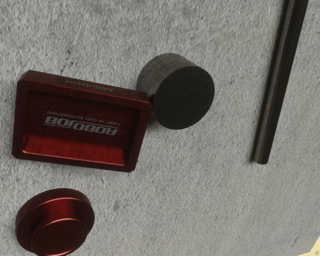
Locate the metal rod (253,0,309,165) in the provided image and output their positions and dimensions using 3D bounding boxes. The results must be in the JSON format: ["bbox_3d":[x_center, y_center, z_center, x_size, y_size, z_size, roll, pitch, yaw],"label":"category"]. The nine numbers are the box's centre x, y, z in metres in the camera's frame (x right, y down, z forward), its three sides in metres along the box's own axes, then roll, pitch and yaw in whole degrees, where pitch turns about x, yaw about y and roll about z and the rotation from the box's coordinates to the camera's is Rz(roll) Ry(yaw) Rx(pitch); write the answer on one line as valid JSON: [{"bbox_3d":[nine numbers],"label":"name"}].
[{"bbox_3d":[0.179,-0.071,0.463,0.025,0.025,0.298,-13,124,-22],"label":"metal rod"}]

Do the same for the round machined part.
[{"bbox_3d":[-0.134,0.130,0.405,0.099,0.042,0.097,-14,125,-21],"label":"round machined part"}]

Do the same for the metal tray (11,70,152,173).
[{"bbox_3d":[-0.083,-0.004,0.333,0.131,0.030,0.089,10,115,-15],"label":"metal tray"}]

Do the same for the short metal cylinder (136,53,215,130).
[{"bbox_3d":[0.018,-0.045,0.375,0.081,0.050,0.079,-14,125,-21],"label":"short metal cylinder"}]
